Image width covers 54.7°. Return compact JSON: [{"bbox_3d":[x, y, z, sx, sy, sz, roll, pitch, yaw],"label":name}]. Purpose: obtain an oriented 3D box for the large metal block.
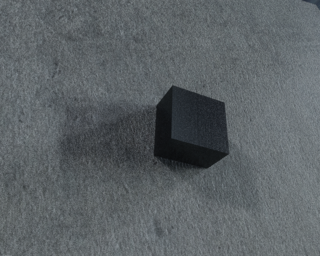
[{"bbox_3d":[0.041,0.000,0.411,0.081,0.050,0.080,16,55,-20],"label":"large metal block"}]
